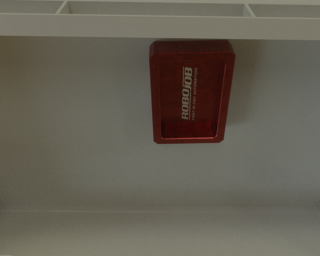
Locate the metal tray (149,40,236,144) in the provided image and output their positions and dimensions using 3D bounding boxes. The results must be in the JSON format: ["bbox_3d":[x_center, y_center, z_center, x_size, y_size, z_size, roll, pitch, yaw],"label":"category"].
[{"bbox_3d":[0.035,-0.038,0.373,0.090,0.030,0.129,-1,130,1],"label":"metal tray"}]
